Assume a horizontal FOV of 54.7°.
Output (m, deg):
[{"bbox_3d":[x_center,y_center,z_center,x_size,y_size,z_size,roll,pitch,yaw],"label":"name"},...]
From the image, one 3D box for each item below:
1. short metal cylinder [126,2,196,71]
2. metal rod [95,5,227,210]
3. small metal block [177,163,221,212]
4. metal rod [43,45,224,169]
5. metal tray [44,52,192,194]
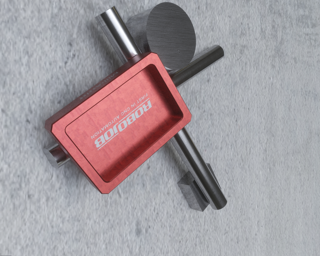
[{"bbox_3d":[-0.001,-0.110,0.390,0.081,0.050,0.079,0,90,-40],"label":"short metal cylinder"},{"bbox_3d":[0.014,-0.007,0.388,0.025,0.025,0.299,-47,118,-30],"label":"metal rod"},{"bbox_3d":[0.059,0.086,0.458,0.050,0.025,0.050,-41,115,-32],"label":"small metal block"},{"bbox_3d":[-0.011,-0.044,0.399,0.302,0.025,0.025,-37,113,-34],"label":"metal rod"},{"bbox_3d":[-0.037,-0.007,0.323,0.131,0.030,0.090,-41,115,-20],"label":"metal tray"}]
